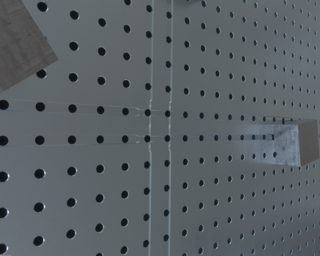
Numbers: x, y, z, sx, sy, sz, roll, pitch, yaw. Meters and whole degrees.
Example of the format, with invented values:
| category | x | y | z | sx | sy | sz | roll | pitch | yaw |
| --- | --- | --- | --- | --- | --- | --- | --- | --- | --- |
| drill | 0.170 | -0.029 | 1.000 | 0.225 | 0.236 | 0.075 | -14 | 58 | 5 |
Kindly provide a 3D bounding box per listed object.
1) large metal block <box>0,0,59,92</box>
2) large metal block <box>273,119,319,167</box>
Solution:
| category | x | y | z | sx | sy | sz | roll | pitch | yaw |
| --- | --- | --- | --- | --- | --- | --- | --- | --- | --- |
| large metal block | -0.141 | -0.074 | 0.254 | 0.050 | 0.080 | 0.080 | -43 | 116 | -31 |
| large metal block | 0.274 | 0.028 | 0.620 | 0.081 | 0.050 | 0.080 | -10 | 97 | -39 |
